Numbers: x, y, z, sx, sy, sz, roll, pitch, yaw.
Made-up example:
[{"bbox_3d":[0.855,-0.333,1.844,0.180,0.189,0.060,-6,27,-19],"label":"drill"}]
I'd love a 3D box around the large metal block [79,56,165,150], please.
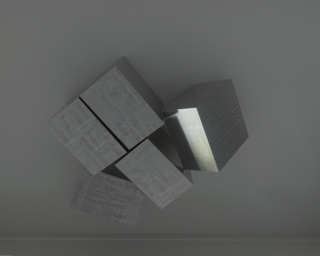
[{"bbox_3d":[-0.040,-0.033,0.367,0.050,0.080,0.080,-37,106,12],"label":"large metal block"}]

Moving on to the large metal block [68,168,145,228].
[{"bbox_3d":[-0.069,0.090,0.406,0.080,0.080,0.050,21,74,-8],"label":"large metal block"}]

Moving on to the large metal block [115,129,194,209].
[{"bbox_3d":[-0.006,0.041,0.395,0.050,0.080,0.080,-40,106,13],"label":"large metal block"}]

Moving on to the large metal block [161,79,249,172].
[{"bbox_3d":[0.057,-0.004,0.373,0.050,0.080,0.080,-3,117,44],"label":"large metal block"}]

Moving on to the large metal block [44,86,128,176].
[{"bbox_3d":[-0.082,-0.002,0.379,0.050,0.080,0.080,-36,107,12],"label":"large metal block"}]
